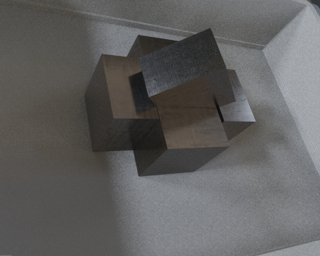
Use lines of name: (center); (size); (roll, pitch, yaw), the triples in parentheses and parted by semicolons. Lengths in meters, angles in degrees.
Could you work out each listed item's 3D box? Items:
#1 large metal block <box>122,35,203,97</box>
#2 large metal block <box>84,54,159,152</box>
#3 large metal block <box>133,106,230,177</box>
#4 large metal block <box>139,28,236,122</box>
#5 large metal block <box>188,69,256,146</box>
large metal block: (-0.002, -0.071, 0.411); (0.081, 0.080, 0.050); (0, 62, -28)
large metal block: (-0.048, -0.026, 0.359); (0.050, 0.080, 0.080); (0, 62, -28)
large metal block: (0.021, 0.017, 0.369); (0.081, 0.080, 0.050); (0, 62, -28)
large metal block: (0.033, -0.053, 0.346); (0.080, 0.080, 0.050); (45, 27, -62)
large metal block: (0.071, -0.024, 0.419); (0.050, 0.080, 0.080); (0, 62, -29)
